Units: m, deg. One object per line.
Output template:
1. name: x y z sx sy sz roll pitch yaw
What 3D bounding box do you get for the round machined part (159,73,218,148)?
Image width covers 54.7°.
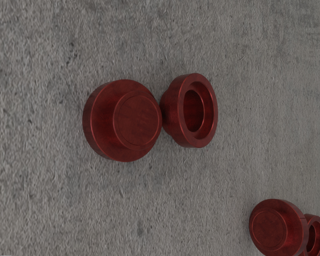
1. round machined part: 0.036 -0.022 0.415 0.099 0.042 0.097 4 85 -51

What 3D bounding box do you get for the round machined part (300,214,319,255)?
1. round machined part: 0.302 0.228 0.647 0.099 0.042 0.097 0 90 -40

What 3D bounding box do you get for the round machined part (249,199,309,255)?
1. round machined part: 0.190 0.168 0.517 0.042 0.098 0.098 14 82 -40

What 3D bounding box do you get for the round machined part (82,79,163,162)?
1. round machined part: -0.036 -0.009 0.363 0.099 0.042 0.097 0 90 -40
